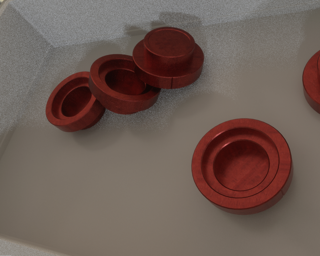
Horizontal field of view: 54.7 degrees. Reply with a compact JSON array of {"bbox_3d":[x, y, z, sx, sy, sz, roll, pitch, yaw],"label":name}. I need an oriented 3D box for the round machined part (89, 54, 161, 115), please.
[{"bbox_3d":[-0.050,-0.057,0.433,0.099,0.042,0.098,11,46,-12],"label":"round machined part"}]

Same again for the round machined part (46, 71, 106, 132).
[{"bbox_3d":[-0.123,-0.036,0.480,0.098,0.042,0.098,-13,56,20],"label":"round machined part"}]

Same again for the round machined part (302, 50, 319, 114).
[{"bbox_3d":[0.203,-0.058,0.324,0.098,0.042,0.098,-13,56,20],"label":"round machined part"}]

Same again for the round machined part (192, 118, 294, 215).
[{"bbox_3d":[0.086,0.042,0.323,0.098,0.042,0.098,-13,56,20],"label":"round machined part"}]

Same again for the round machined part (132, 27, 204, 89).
[{"bbox_3d":[0.012,-0.102,0.424,0.099,0.042,0.098,2,50,-2],"label":"round machined part"}]
